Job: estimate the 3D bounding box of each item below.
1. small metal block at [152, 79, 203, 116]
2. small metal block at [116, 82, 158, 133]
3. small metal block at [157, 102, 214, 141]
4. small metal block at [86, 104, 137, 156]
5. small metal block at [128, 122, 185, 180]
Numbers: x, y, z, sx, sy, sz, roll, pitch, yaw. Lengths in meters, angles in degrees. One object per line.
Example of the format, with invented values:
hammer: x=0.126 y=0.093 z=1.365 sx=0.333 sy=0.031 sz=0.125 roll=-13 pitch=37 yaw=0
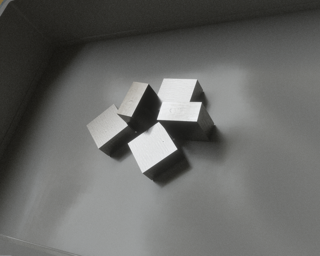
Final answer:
small metal block: x=0.024 y=-0.038 z=0.413 sx=0.050 sy=0.025 sz=0.050 roll=7 pitch=65 yaw=30
small metal block: x=-0.025 y=-0.026 z=0.414 sx=0.025 sy=0.050 sz=0.050 roll=13 pitch=69 yaw=33
small metal block: x=0.032 y=-0.008 z=0.374 sx=0.050 sy=0.050 sz=0.025 roll=3 pitch=64 yaw=29
small metal block: x=-0.069 y=0.002 z=0.436 sx=0.050 sy=0.025 sz=0.050 roll=-38 pitch=51 yaw=2
small metal block: x=-0.005 y=0.028 z=0.387 sx=0.050 sy=0.025 sz=0.050 roll=-35 pitch=52 yaw=4
